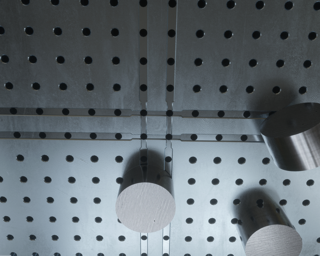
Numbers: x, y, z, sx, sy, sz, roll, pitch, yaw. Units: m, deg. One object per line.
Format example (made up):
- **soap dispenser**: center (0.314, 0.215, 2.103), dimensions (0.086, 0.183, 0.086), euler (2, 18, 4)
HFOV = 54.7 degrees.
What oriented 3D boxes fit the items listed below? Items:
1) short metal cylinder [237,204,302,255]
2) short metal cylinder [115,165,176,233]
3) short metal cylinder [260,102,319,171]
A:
- **short metal cylinder**: center (0.161, 0.161, 0.461), dimensions (0.081, 0.050, 0.079), euler (0, 110, 0)
- **short metal cylinder**: center (-0.019, 0.099, 0.436), dimensions (0.081, 0.050, 0.079), euler (0, 110, 0)
- **short metal cylinder**: center (0.174, 0.010, 0.389), dimensions (0.080, 0.080, 0.050), euler (-26, 108, 9)
